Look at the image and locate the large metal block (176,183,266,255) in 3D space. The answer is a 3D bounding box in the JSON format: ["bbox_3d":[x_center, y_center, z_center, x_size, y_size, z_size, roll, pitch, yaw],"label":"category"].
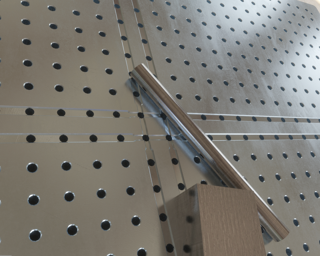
[{"bbox_3d":[0.069,0.115,0.361,0.081,0.050,0.080,12,57,-22],"label":"large metal block"}]

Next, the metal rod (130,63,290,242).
[{"bbox_3d":[0.064,0.029,0.426,0.300,0.025,0.025,49,51,6],"label":"metal rod"}]
